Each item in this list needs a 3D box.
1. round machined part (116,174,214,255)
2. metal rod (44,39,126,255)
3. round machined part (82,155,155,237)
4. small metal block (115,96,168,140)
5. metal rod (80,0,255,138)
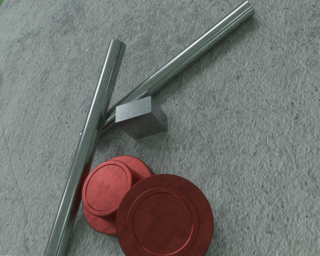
[{"bbox_3d":[0.004,0.095,0.309,0.099,0.042,0.098,-1,74,4],"label":"round machined part"},{"bbox_3d":[-0.095,0.016,0.417,0.025,0.025,0.299,4,72,30],"label":"metal rod"},{"bbox_3d":[-0.054,0.077,0.374,0.098,0.042,0.098,-13,56,21],"label":"round machined part"},{"bbox_3d":[-0.023,-0.012,0.407,0.050,0.050,0.025,-16,56,19],"label":"small metal block"},{"bbox_3d":[0.010,-0.078,0.446,0.300,0.025,0.025,-38,51,2],"label":"metal rod"}]
